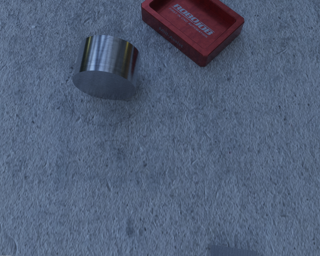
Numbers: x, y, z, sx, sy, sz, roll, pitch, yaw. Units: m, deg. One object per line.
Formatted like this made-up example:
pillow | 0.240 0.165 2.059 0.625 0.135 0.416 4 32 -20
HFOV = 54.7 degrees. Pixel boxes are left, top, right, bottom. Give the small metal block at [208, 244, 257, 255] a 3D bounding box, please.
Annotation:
small metal block | 0.079 0.162 0.350 0.050 0.025 0.050 8 70 2

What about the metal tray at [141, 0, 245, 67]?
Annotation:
metal tray | 0.047 -0.164 0.465 0.130 0.030 0.090 42 75 13

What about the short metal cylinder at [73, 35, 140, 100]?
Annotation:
short metal cylinder | -0.069 -0.077 0.406 0.080 0.080 0.050 5 70 2
